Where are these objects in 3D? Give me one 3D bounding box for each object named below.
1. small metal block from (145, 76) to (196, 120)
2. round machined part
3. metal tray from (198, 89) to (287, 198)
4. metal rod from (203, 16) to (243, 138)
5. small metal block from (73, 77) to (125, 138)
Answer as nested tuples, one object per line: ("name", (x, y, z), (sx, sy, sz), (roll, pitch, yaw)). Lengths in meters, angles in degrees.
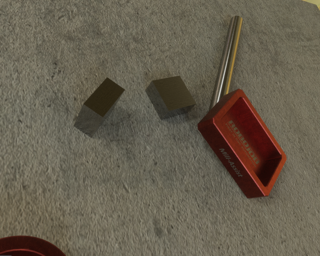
("small metal block", (0.015, -0.044, 0.440), (0.050, 0.025, 0.050), (-17, 71, -35))
("round machined part", (-0.118, 0.140, 0.245), (0.099, 0.042, 0.098), (14, 56, -21))
("metal tray", (0.118, 0.021, 0.432), (0.130, 0.030, 0.090), (54, 50, -9))
("metal rod", (0.113, -0.101, 0.528), (0.025, 0.025, 0.300), (28, 52, -11))
("small metal block", (-0.072, -0.024, 0.365), (0.025, 0.050, 0.050), (35, 51, -6))
